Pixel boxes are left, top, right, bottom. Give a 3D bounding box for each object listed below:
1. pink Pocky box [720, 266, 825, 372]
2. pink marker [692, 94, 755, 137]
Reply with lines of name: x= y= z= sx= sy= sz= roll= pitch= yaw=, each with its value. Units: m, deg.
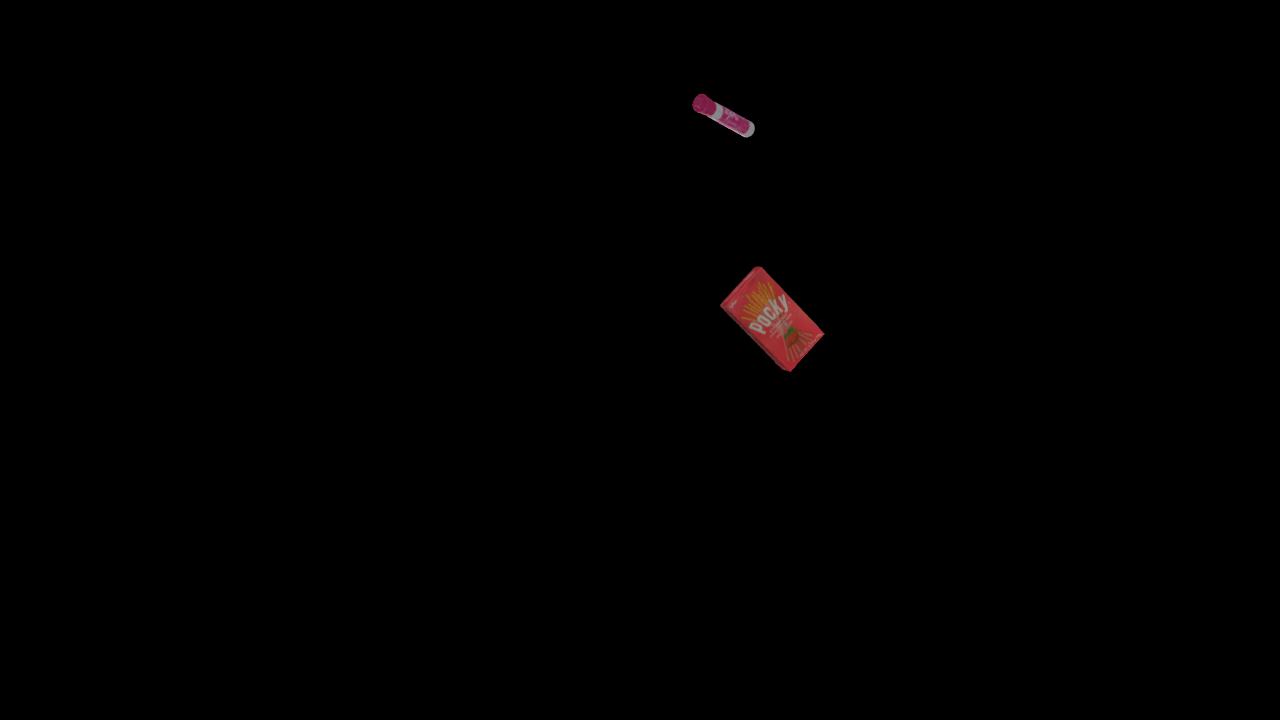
pink Pocky box: x=0.206 y=-0.062 z=0.953 sx=0.155 sy=0.084 sz=0.029 roll=43 pitch=-2 yaw=-15
pink marker: x=0.095 y=-0.273 z=0.690 sx=0.020 sy=0.020 sz=0.121 roll=0 pitch=3 yaw=36
